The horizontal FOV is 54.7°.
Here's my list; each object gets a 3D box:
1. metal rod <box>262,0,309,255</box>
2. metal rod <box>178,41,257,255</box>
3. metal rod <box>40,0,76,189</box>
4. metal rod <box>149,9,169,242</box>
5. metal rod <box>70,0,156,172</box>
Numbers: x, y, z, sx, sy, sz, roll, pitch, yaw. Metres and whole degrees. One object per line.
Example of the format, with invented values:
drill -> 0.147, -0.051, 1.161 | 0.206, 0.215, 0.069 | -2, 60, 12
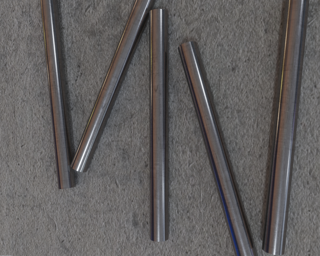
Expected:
metal rod -> 0.145, -0.005, 0.357 | 0.025, 0.025, 0.298 | 5, 92, 20
metal rod -> 0.073, 0.038, 0.383 | 0.025, 0.025, 0.298 | -17, 85, 19
metal rod -> -0.153, -0.060, 0.463 | 0.025, 0.025, 0.298 | -7, 88, 20
metal rod -> -0.001, -0.004, 0.409 | 0.025, 0.025, 0.298 | 0, 90, 20
metal rod -> -0.060, -0.077, 0.430 | 0.025, 0.025, 0.298 | 26, 98, 18
